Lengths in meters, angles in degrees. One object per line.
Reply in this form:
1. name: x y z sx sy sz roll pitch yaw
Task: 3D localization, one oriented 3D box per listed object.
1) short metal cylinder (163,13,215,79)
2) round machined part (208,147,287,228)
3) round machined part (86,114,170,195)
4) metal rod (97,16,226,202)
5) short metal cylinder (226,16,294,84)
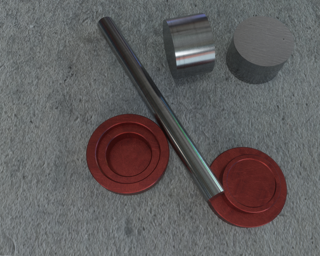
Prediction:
1. short metal cylinder: 0.037 -0.110 0.420 0.050 0.080 0.080 -12 71 -5
2. round machined part: 0.105 0.070 0.375 0.099 0.042 0.098 0 70 -1
3. round machined part: -0.038 0.035 0.386 0.099 0.042 0.098 0 70 -1
4. metal rod: -0.010 -0.040 0.405 0.025 0.025 0.299 -27 66 -10
5. short metal cylinder: 0.138 -0.109 0.436 0.081 0.050 0.080 0 70 0
